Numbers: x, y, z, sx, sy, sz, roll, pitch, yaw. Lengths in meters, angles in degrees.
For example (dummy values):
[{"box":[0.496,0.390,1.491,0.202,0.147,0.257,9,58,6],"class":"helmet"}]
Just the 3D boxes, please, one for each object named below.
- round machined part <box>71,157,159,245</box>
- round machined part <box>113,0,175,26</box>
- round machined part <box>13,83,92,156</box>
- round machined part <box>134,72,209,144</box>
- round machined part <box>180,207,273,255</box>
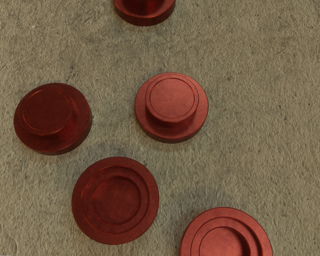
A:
[{"box":[-0.050,0.086,0.367,0.099,0.042,0.098,0,70,0],"class":"round machined part"},{"box":[-0.024,-0.209,0.475,0.099,0.042,0.098,0,70,0],"class":"round machined part"},{"box":[-0.142,-0.016,0.404,0.099,0.042,0.098,0,70,0],"class":"round machined part"},{"box":[0.015,-0.032,0.411,0.099,0.042,0.098,0,70,0],"class":"round machined part"},{"box":[0.071,0.141,0.348,0.099,0.042,0.098,0,70,0],"class":"round machined part"}]
